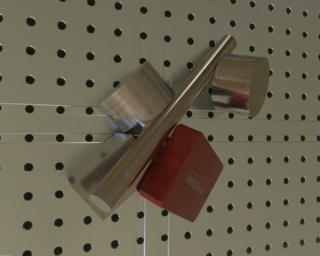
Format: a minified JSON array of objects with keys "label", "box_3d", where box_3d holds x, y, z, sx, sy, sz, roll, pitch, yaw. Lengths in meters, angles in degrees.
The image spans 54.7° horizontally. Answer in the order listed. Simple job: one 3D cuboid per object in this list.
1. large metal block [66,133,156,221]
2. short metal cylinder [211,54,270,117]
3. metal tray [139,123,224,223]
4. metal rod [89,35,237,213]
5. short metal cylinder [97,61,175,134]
[{"label":"large metal block","box_3d":[-0.058,0.051,0.362,0.080,0.080,0.050,-41,104,-15]},{"label":"short metal cylinder","box_3d":[0.111,-0.058,0.420,0.081,0.050,0.079,-29,126,-50]},{"label":"metal tray","box_3d":[0.033,0.061,0.381,0.090,0.030,0.130,-59,149,-10]},{"label":"metal rod","box_3d":[0.023,-0.028,0.365,0.025,0.025,0.301,49,54,-14]},{"label":"short metal cylinder","box_3d":[-0.029,-0.036,0.373,0.080,0.080,0.050,-45,105,-15]}]
